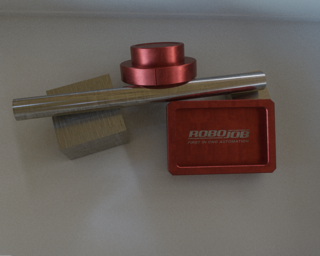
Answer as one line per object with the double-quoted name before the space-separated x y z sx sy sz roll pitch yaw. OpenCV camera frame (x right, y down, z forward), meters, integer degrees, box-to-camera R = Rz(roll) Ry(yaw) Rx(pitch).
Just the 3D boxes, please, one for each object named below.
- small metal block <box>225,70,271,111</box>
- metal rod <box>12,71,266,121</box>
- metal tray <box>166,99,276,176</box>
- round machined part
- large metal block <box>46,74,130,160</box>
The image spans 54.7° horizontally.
"small metal block" 0.119 -0.048 0.427 0.050 0.025 0.050 -11 71 -4
"metal rod" -0.014 -0.041 0.375 0.302 0.025 0.025 -8 70 -11
"metal tray" 0.074 0.011 0.387 0.131 0.030 0.089 -1 89 -2
"round machined part" -0.002 -0.086 0.399 0.099 0.098 0.042 -4 111 -2
"large metal block" -0.090 -0.013 0.398 0.081 0.050 0.080 -17 71 -7
